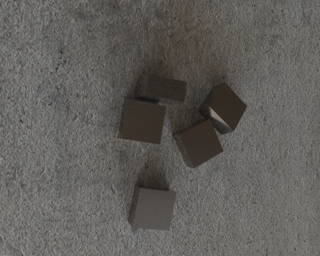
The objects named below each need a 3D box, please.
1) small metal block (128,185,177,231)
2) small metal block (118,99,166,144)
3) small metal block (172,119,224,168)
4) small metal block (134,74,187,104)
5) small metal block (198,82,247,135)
[{"bbox_3d":[-0.010,0.104,0.405,0.050,0.025,0.050,12,86,-20],"label":"small metal block"},{"bbox_3d":[-0.024,-0.007,0.400,0.050,0.025,0.050,10,87,-20],"label":"small metal block"},{"bbox_3d":[0.052,0.021,0.428,0.050,0.025,0.050,-27,99,-18],"label":"small metal block"},{"bbox_3d":[0.000,-0.048,0.395,0.050,0.050,0.025,9,87,-20],"label":"small metal block"},{"bbox_3d":[0.088,-0.027,0.434,0.050,0.025,0.050,43,60,-15],"label":"small metal block"}]
